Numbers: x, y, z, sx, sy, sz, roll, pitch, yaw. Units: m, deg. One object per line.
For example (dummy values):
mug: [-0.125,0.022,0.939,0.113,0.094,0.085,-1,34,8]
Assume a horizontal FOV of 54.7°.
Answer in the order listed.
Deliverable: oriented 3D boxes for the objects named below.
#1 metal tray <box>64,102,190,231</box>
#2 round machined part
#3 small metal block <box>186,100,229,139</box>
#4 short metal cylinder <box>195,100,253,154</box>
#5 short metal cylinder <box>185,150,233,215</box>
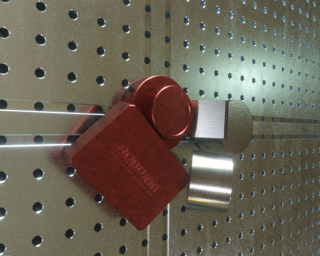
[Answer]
metal tray: [-0.033,0.045,0.359,0.090,0.030,0.130,-44,118,-14]
round machined part: [0.004,-0.019,0.396,0.099,0.042,0.097,0,90,-40]
small metal block: [0.065,-0.011,0.419,0.025,0.050,0.050,13,80,-68]
short metal cylinder: [0.096,-0.002,0.470,0.081,0.050,0.079,0,90,-40]
short metal cylinder: [0.064,0.072,0.415,0.050,0.080,0.080,7,84,4]
